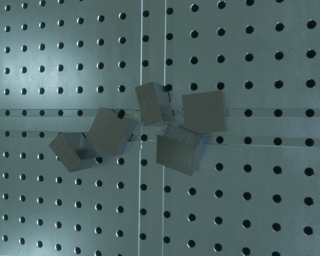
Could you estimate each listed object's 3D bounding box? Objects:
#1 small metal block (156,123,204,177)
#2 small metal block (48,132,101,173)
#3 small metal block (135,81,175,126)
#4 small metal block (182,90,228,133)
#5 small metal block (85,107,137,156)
[{"bbox_3d":[0.024,0.027,0.390,0.050,0.025,0.050,19,134,18],"label":"small metal block"},{"bbox_3d":[-0.120,0.033,0.440,0.025,0.050,0.050,-46,76,14],"label":"small metal block"},{"bbox_3d":[-0.005,-0.029,0.400,0.025,0.050,0.050,-15,85,19],"label":"small metal block"},{"bbox_3d":[0.057,-0.019,0.392,0.050,0.025,0.050,-5,88,19],"label":"small metal block"},{"bbox_3d":[-0.069,0.005,0.436,0.050,0.025,0.050,29,99,17],"label":"small metal block"}]
